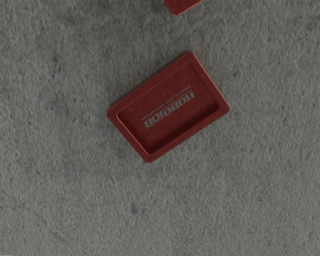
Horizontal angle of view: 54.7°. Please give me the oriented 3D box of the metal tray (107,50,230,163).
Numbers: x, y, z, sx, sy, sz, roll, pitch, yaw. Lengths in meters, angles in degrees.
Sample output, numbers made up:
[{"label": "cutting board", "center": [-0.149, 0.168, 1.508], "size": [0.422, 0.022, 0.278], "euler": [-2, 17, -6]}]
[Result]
[{"label": "metal tray", "center": [0.010, -0.025, 0.397], "size": [0.130, 0.030, 0.090], "euler": [-34, 107, 11]}]

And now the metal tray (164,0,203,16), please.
[{"label": "metal tray", "center": [0.048, -0.185, 0.307], "size": [0.130, 0.030, 0.090], "euler": [-29, 108, 9]}]

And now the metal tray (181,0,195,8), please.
[{"label": "metal tray", "center": [0.001, -0.202, 0.332], "size": [0.131, 0.030, 0.090], "euler": [28, 107, -10]}]
